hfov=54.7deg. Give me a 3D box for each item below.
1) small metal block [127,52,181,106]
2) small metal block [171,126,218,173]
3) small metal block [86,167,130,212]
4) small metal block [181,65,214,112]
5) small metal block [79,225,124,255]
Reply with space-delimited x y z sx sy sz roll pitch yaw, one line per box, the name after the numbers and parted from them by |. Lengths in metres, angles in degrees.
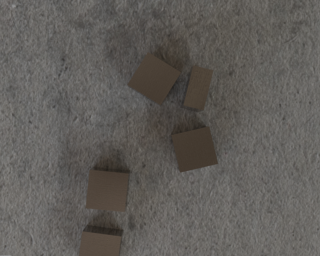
-0.007 -0.063 0.410 0.050 0.025 0.050 32 90 -1 | small metal block
0.045 0.028 0.411 0.050 0.025 0.050 -13 90 -1 | small metal block
-0.068 0.081 0.409 0.050 0.025 0.050 6 90 -1 | small metal block
0.046 -0.049 0.398 0.025 0.050 0.050 14 90 0 | small metal block
-0.078 0.160 0.409 0.050 0.025 0.050 8 90 -1 | small metal block
